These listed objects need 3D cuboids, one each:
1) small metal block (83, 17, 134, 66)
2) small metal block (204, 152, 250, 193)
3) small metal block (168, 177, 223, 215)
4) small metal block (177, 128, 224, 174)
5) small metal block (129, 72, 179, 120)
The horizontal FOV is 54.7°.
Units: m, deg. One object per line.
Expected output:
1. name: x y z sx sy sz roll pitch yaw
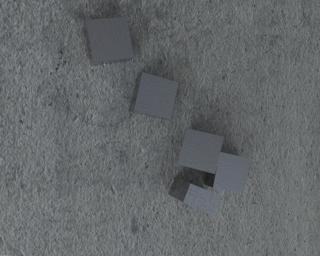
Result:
1. small metal block: -0.064 -0.107 0.385 0.050 0.025 0.050 -12 94 -20
2. small metal block: 0.096 0.062 0.444 0.050 0.025 0.050 13 86 -20
3. small metal block: 0.046 0.090 0.413 0.050 0.050 0.025 25 82 -19
4. small metal block: 0.055 0.031 0.418 0.050 0.025 0.050 14 85 10
5. small metal block: -0.008 -0.041 0.406 0.050 0.025 0.050 13 86 -20
